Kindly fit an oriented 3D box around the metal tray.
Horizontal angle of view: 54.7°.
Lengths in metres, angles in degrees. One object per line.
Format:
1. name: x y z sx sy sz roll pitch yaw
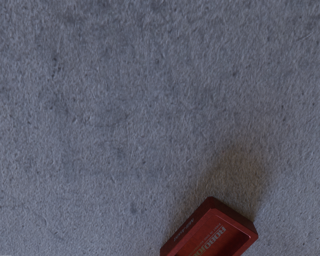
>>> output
1. metal tray: 0.072 0.177 0.473 0.090 0.030 0.129 34 106 -12
